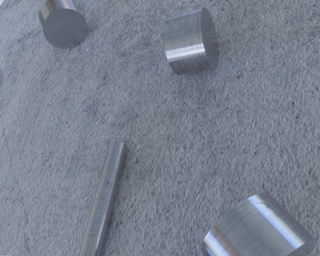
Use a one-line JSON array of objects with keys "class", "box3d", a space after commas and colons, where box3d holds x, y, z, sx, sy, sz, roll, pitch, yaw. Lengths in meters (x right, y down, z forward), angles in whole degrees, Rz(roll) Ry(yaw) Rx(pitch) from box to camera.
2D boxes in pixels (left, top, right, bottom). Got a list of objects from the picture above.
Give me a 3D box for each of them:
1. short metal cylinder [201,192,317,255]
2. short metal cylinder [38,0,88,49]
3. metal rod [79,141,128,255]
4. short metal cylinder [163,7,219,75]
[{"class": "short metal cylinder", "box3d": [0.083, 0.102, 0.263, 0.080, 0.080, 0.050, -41, 51, 0]}, {"class": "short metal cylinder", "box3d": [-0.184, -0.198, 0.587, 0.080, 0.080, 0.050, -35, 51, 5]}, {"class": "metal rod", "box3d": [-0.081, 0.155, 0.351, 0.025, 0.025, 0.300, -4, 60, 26]}, {"class": "short metal cylinder", "box3d": [0.043, -0.115, 0.416, 0.050, 0.080, 0.080, -7, 59, 25]}]
